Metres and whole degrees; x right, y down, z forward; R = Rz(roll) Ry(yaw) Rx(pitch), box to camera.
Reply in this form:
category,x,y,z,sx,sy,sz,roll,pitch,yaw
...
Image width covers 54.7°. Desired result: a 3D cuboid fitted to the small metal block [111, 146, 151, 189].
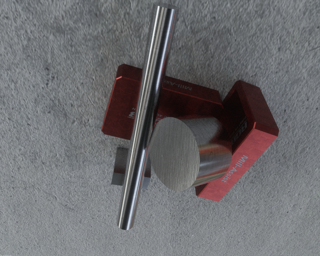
category,x,y,z,sx,sy,sz,roll,pitch,yaw
small metal block,-0.040,0.056,0.439,0.050,0.050,0.025,10,129,-9

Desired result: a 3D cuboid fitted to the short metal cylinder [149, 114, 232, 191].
category,x,y,z,sx,sy,sz,roll,pitch,yaw
short metal cylinder,0.032,0.025,0.347,0.050,0.080,0.079,-7,140,-39

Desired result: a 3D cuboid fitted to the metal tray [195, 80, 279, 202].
category,x,y,z,sx,sy,sz,roll,pitch,yaw
metal tray,0.084,0.018,0.382,0.030,0.090,0.129,18,128,-15

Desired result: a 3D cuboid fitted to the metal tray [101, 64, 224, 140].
category,x,y,z,sx,sy,sz,roll,pitch,yaw
metal tray,0.001,-0.019,0.388,0.131,0.030,0.089,14,129,-12

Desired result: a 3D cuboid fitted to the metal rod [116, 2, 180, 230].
category,x,y,z,sx,sy,sz,roll,pitch,yaw
metal rod,-0.022,0.010,0.366,0.025,0.025,0.298,8,121,-7
